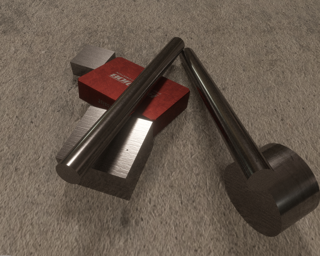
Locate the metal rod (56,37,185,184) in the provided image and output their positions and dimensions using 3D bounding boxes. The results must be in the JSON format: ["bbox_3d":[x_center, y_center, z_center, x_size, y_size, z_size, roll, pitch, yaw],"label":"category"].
[{"bbox_3d":[-0.027,-0.046,0.385,0.025,0.025,0.301,17,41,13],"label":"metal rod"}]

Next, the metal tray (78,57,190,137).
[{"bbox_3d":[-0.036,-0.048,0.430,0.130,0.030,0.091,29,46,21],"label":"metal tray"}]

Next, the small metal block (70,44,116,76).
[{"bbox_3d":[-0.104,-0.102,0.488,0.050,0.025,0.050,19,52,14],"label":"small metal block"}]

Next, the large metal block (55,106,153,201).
[{"bbox_3d":[-0.060,0.028,0.363,0.080,0.050,0.080,15,52,12],"label":"large metal block"}]

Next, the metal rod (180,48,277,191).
[{"bbox_3d":[0.064,-0.038,0.381,0.025,0.025,0.300,-6,34,-5],"label":"metal rod"}]

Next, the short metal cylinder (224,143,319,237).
[{"bbox_3d":[0.111,0.062,0.317,0.050,0.080,0.080,-25,55,-20],"label":"short metal cylinder"}]
